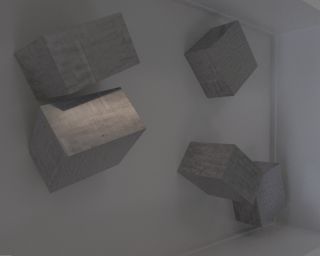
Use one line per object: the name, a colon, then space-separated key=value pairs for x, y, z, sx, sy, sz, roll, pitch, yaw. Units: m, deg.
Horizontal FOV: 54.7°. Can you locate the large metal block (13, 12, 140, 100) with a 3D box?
large metal block: x=-0.081 y=-0.068 z=0.302 sx=0.081 sy=0.080 sz=0.050 roll=-33 pitch=111 yaw=-35

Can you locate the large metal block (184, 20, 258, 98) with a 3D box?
large metal block: x=0.094 y=-0.102 z=0.469 sx=0.080 sy=0.050 sz=0.080 roll=-47 pitch=118 yaw=-29

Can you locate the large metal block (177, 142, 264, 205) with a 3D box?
large metal block: x=0.086 y=0.063 z=0.443 sx=0.080 sy=0.080 sz=0.050 roll=40 pitch=66 yaw=-33

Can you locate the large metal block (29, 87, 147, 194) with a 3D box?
large metal block: x=-0.072 y=0.012 z=0.301 sx=0.081 sy=0.080 sz=0.050 roll=-21 pitch=71 yaw=-38

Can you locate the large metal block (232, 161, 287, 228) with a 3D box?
large metal block: x=0.168 y=0.110 z=0.531 sx=0.081 sy=0.050 sz=0.080 roll=-22 pitch=104 yaw=-38
